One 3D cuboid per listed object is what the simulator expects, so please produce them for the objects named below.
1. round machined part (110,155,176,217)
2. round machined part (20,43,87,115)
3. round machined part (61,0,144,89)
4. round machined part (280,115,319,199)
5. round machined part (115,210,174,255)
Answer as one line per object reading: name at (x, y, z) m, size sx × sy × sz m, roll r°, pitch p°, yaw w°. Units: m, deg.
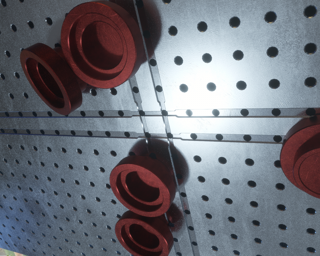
round machined part at (-0.022, 0.081, 0.460) m, size 0.098 × 0.042 × 0.097 m, roll 13°, pitch 124°, yaw 20°
round machined part at (-0.137, -0.069, 0.415) m, size 0.098 × 0.042 × 0.097 m, roll 31°, pitch 145°, yaw 26°
round machined part at (-0.064, -0.100, 0.367) m, size 0.098 × 0.042 × 0.097 m, roll 10°, pitch 119°, yaw 19°
round machined part at (0.180, 0.038, 0.329) m, size 0.098 × 0.042 × 0.097 m, roll 13°, pitch 124°, yaw 20°
round machined part at (-0.022, 0.173, 0.517) m, size 0.098 × 0.042 × 0.097 m, roll 13°, pitch 124°, yaw 20°
